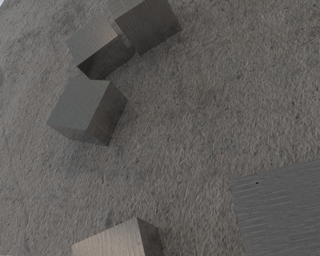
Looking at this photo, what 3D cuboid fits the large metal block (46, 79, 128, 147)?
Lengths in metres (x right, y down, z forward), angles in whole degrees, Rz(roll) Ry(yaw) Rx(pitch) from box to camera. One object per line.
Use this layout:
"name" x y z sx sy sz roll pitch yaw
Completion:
"large metal block" -0.106 -0.024 0.459 0.080 0.050 0.080 8 66 31

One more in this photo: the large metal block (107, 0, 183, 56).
"large metal block" -0.023 -0.175 0.488 0.080 0.080 0.050 -30 52 9

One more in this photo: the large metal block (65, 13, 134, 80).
"large metal block" -0.103 -0.134 0.525 0.080 0.050 0.080 -35 51 4

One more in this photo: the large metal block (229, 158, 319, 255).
"large metal block" 0.115 0.082 0.277 0.080 0.050 0.080 -18 55 18

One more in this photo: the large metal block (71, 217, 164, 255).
"large metal block" -0.038 0.149 0.317 0.080 0.050 0.080 -27 52 11
